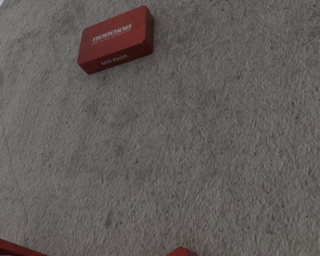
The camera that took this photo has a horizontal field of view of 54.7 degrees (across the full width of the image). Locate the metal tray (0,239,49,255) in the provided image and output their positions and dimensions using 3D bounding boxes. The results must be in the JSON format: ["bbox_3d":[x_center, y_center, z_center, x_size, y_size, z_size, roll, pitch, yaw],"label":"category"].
[{"bbox_3d":[-0.192,0.163,0.326,0.030,0.131,0.090,-53,18,36],"label":"metal tray"}]

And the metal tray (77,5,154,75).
[{"bbox_3d":[-0.076,-0.151,0.533,0.130,0.030,0.090,-13,56,20],"label":"metal tray"}]

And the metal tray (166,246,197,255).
[{"bbox_3d":[-0.006,0.186,0.290,0.130,0.030,0.090,-34,51,5],"label":"metal tray"}]
